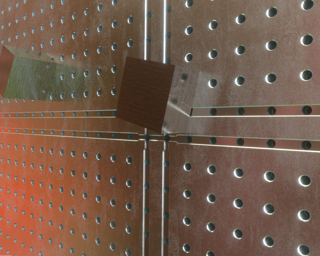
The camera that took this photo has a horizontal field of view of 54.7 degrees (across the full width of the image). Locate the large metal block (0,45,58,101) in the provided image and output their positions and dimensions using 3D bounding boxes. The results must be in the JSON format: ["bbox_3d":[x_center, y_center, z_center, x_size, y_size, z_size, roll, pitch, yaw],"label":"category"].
[{"bbox_3d":[-0.251,-0.100,0.576,0.050,0.081,0.079,39,113,33],"label":"large metal block"}]

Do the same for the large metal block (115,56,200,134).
[{"bbox_3d":[-0.005,-0.042,0.395,0.080,0.050,0.079,19,102,38],"label":"large metal block"}]
